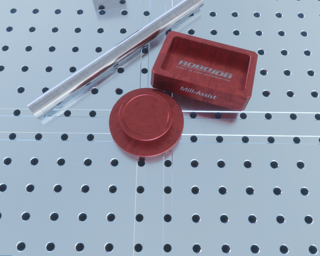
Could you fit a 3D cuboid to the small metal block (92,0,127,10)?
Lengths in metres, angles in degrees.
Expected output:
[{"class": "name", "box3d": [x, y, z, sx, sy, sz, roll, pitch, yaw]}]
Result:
[{"class": "small metal block", "box3d": [-0.082, -0.218, 0.490, 0.050, 0.025, 0.050, -9, 70, -4]}]

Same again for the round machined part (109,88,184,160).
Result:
[{"class": "round machined part", "box3d": [-0.018, -0.010, 0.406, 0.099, 0.042, 0.098, 0, 70, -1]}]

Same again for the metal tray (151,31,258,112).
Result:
[{"class": "metal tray", "box3d": [0.062, -0.081, 0.427, 0.131, 0.030, 0.090, 16, 56, 5]}]

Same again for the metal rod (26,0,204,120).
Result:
[{"class": "metal rod", "box3d": [-0.056, -0.111, 0.451, 0.301, 0.025, 0.025, -38, 75, -13]}]
